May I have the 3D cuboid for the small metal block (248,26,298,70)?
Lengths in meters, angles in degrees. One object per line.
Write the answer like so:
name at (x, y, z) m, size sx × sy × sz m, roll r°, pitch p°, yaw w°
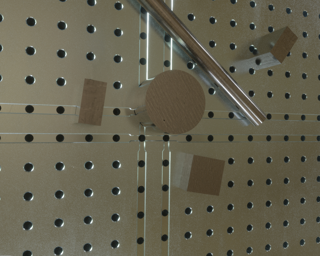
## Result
small metal block at (0.168, -0.118, 0.463) m, size 0.025 × 0.050 × 0.050 m, roll 39°, pitch 77°, yaw -16°

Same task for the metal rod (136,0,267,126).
metal rod at (0.046, -0.112, 0.430) m, size 0.300 × 0.025 × 0.025 m, roll 44°, pitch 76°, yaw -15°

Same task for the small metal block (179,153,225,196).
small metal block at (0.059, 0.065, 0.436) m, size 0.050 × 0.025 × 0.050 m, roll 12°, pitch 86°, yaw -20°

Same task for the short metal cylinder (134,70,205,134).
short metal cylinder at (0.012, -0.032, 0.405) m, size 0.081 × 0.050 × 0.079 m, roll 0°, pitch 90°, yaw -21°

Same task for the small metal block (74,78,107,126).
small metal block at (-0.084, -0.029, 0.369) m, size 0.025 × 0.050 × 0.050 m, roll 9°, pitch 87°, yaw -20°
